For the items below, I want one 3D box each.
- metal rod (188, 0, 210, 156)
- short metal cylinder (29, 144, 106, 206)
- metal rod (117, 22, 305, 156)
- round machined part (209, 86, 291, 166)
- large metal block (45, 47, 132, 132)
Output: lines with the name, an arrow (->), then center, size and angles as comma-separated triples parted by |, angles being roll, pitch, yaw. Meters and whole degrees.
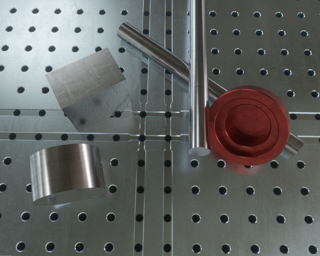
metal rod -> 0.053, -0.104, 0.426 | 0.025, 0.025, 0.299 | 3, 61, 1
short metal cylinder -> -0.107, 0.056, 0.361 | 0.081, 0.080, 0.050 | -12, 71, -5
metal rod -> 0.062, -0.060, 0.434 | 0.300, 0.025, 0.025 | 36, 74, 12
round machined part -> 0.112, -0.006, 0.387 | 0.098, 0.097, 0.042 | 37, 32, 12
large metal block -> -0.087, -0.046, 0.398 | 0.080, 0.080, 0.050 | -27, 73, -10
